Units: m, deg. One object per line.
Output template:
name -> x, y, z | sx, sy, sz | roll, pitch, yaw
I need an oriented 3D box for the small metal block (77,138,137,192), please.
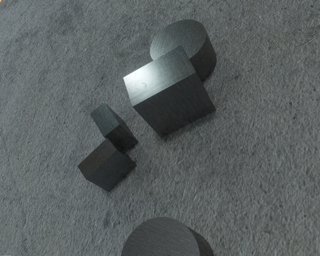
small metal block -> -0.066, 0.048, 0.391 | 0.050, 0.050, 0.025 | -44, 51, -2

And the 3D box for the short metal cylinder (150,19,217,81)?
short metal cylinder -> 0.033, -0.104, 0.433 | 0.080, 0.050, 0.080 | -13, 56, 20

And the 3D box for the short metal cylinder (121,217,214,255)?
short metal cylinder -> 0.009, 0.133, 0.301 | 0.080, 0.050, 0.080 | -13, 56, 20

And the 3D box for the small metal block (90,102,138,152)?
small metal block -> -0.062, 0.000, 0.419 | 0.025, 0.050, 0.050 | -40, 51, 1

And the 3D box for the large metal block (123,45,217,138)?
large metal block -> 0.014, -0.042, 0.386 | 0.080, 0.080, 0.050 | -28, 53, 10
